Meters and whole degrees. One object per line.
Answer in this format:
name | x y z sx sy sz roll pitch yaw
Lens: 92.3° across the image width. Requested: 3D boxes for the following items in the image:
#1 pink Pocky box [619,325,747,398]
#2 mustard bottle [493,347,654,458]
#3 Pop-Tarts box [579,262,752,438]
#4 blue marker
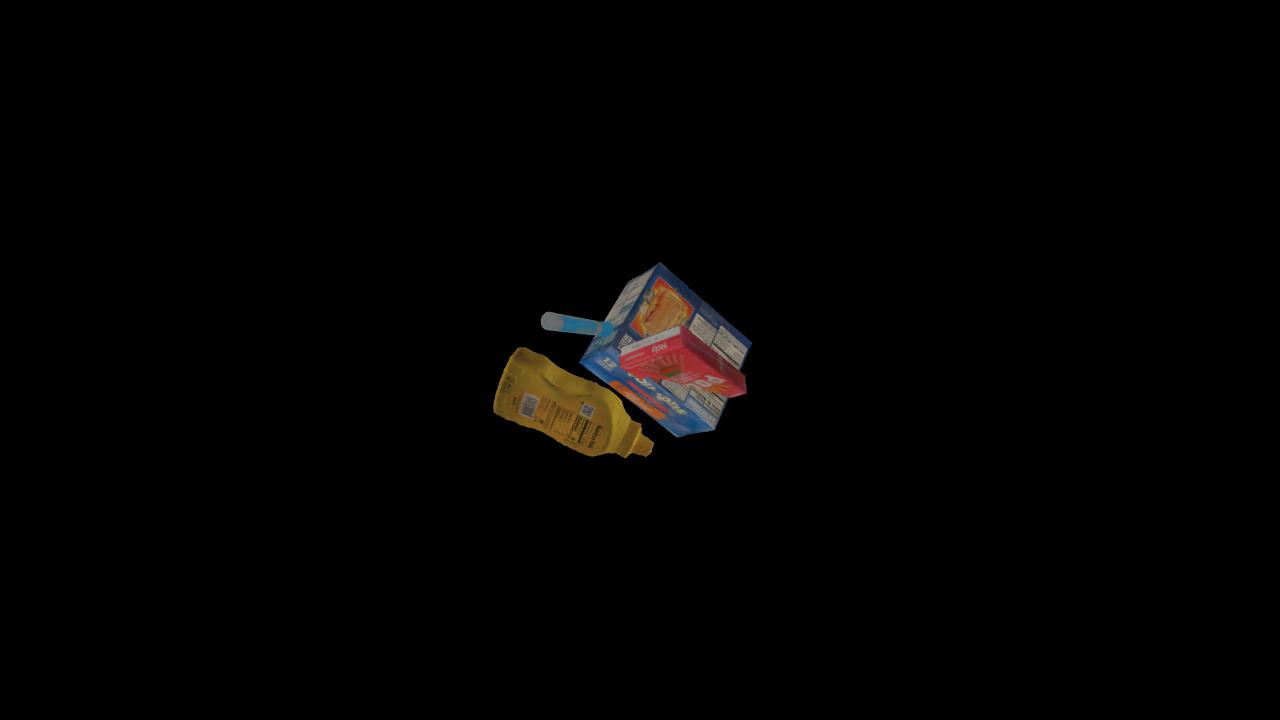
pink Pocky box | 0.054 0.014 0.720 0.084 0.029 0.155 -19 -32 29
mustard bottle | -0.069 0.062 0.689 0.184 0.092 0.054 26 28 1
Pop-Tarts box | 0.036 -0.009 0.770 0.167 0.141 0.083 38 -31 -17
blue marker | -0.064 -0.037 0.667 0.020 0.020 0.121 0 -2 28
